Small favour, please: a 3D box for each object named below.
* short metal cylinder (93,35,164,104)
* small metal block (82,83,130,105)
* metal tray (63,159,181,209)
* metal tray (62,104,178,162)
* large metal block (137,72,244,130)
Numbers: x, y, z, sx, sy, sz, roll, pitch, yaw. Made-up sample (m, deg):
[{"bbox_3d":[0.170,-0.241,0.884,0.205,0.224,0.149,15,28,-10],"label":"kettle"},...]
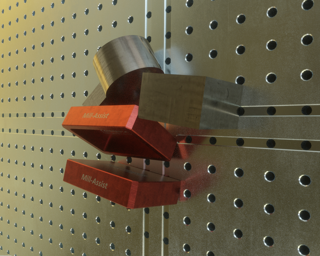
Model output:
[{"bbox_3d":[-0.041,-0.074,0.405,0.080,0.081,0.050,-37,67,33],"label":"short metal cylinder"},{"bbox_3d":[-0.076,-0.039,0.454,0.050,0.050,0.025,-43,64,31],"label":"small metal block"},{"bbox_3d":[-0.051,0.069,0.404,0.130,0.091,0.030,10,89,39],"label":"metal tray"},{"bbox_3d":[-0.054,0.007,0.407,0.130,0.090,0.030,2,62,39],"label":"metal tray"},{"bbox_3d":[0.035,-0.030,0.344,0.080,0.081,0.050,12,98,39],"label":"large metal block"}]
